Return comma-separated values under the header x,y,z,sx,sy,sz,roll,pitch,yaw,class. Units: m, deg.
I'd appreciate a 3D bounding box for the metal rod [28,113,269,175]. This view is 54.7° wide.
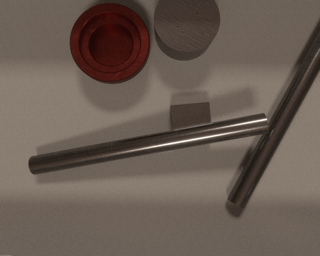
x,y,z,sx,sy,sz,roll,pitch,yaw,class
-0.020,0.022,0.391,0.301,0.025,0.025,-11,90,7,metal rod

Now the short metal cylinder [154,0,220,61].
x,y,z,sx,sy,sz,roll,pitch,yaw,class
0.033,-0.132,0.399,0.081,0.050,0.079,0,90,-1,short metal cylinder

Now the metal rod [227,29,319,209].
x,y,z,sx,sy,sz,roll,pitch,yaw,class
0.173,-0.030,0.413,0.025,0.025,0.299,29,90,-1,metal rod

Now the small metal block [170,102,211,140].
x,y,z,sx,sy,sz,roll,pitch,yaw,class
0.041,-0.007,0.412,0.050,0.025,0.050,-5,90,-1,small metal block

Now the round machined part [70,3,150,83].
x,y,z,sx,sy,sz,roll,pitch,yaw,class
-0.062,-0.106,0.402,0.099,0.042,0.097,0,90,-1,round machined part
